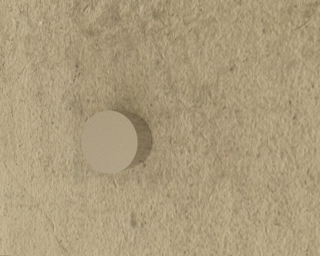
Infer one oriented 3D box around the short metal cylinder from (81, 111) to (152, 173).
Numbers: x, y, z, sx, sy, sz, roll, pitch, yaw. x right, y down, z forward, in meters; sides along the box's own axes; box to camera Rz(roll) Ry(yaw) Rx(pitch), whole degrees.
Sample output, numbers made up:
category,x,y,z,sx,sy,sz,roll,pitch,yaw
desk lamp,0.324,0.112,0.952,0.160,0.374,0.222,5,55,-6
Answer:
category,x,y,z,sx,sy,sz,roll,pitch,yaw
short metal cylinder,-0.057,0.018,0.415,0.080,0.050,0.079,0,90,19
